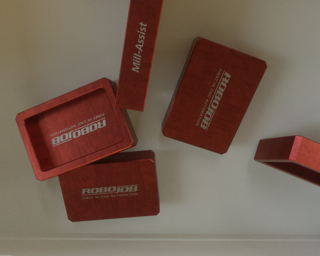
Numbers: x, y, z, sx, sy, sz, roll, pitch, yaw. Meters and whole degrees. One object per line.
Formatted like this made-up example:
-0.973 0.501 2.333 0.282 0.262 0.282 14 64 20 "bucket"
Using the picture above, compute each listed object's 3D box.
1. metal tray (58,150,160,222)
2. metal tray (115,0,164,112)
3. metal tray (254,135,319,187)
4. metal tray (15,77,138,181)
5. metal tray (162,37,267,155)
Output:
-0.069 0.083 0.438 0.131 0.030 0.089 -5 110 1 "metal tray"
-0.020 -0.093 0.342 0.030 0.090 0.129 10 110 -4 "metal tray"
0.201 0.049 0.395 0.131 0.090 0.030 22 80 -8 "metal tray"
-0.104 0.002 0.390 0.130 0.030 0.090 -21 86 7 "metal tray"
0.065 -0.039 0.395 0.091 0.030 0.129 18 109 -7 "metal tray"
